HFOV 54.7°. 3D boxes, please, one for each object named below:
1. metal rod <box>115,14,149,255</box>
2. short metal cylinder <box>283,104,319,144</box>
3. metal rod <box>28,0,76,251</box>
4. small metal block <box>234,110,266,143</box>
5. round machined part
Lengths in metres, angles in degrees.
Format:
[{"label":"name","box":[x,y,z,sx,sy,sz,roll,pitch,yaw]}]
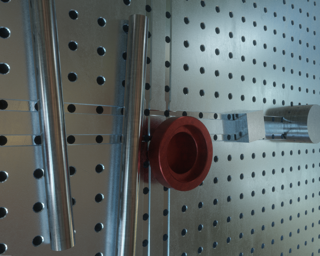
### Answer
[{"label":"metal rod","box":[-0.034,0.012,0.380,0.025,0.025,0.298,5,87,-40]},{"label":"short metal cylinder","box":[0.299,-0.008,0.643,0.081,0.050,0.080,0,90,-40]},{"label":"metal rod","box":[-0.111,-0.026,0.315,0.025,0.025,0.298,-7,94,-40]},{"label":"small metal block","box":[0.157,-0.004,0.541,0.050,0.025,0.050,-11,97,-39]},{"label":"round machined part","box":[0.023,0.033,0.417,0.099,0.042,0.097,0,90,-40]}]
